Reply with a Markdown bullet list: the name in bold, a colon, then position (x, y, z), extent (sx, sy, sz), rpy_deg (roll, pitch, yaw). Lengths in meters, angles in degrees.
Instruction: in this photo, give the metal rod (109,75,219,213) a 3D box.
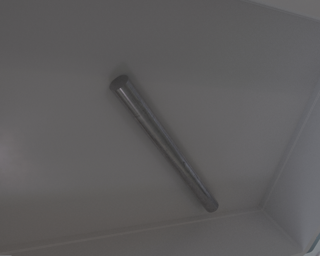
- **metal rod**: position (0.022, 0.042, 0.445), extent (0.025, 0.025, 0.300), rpy_deg (-38, 129, -3)
